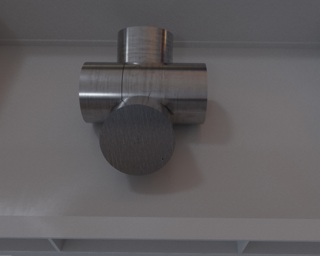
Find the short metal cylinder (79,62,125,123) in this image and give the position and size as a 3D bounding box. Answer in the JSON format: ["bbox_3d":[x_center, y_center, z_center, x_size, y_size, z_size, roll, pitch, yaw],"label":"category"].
[{"bbox_3d":[-0.070,-0.046,0.405,0.050,0.080,0.080,1,50,1],"label":"short metal cylinder"}]

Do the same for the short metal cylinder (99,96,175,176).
[{"bbox_3d":[-0.024,0.007,0.352,0.080,0.079,0.050,0,16,0],"label":"short metal cylinder"}]

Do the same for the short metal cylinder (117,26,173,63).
[{"bbox_3d":[-0.021,-0.109,0.449,0.080,0.080,0.050,1,88,1],"label":"short metal cylinder"}]

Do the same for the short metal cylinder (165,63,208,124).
[{"bbox_3d":[0.032,-0.045,0.405,0.050,0.080,0.080,1,50,1],"label":"short metal cylinder"}]

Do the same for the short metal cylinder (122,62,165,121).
[{"bbox_3d":[-0.019,-0.045,0.405,0.050,0.080,0.080,1,50,1],"label":"short metal cylinder"}]
